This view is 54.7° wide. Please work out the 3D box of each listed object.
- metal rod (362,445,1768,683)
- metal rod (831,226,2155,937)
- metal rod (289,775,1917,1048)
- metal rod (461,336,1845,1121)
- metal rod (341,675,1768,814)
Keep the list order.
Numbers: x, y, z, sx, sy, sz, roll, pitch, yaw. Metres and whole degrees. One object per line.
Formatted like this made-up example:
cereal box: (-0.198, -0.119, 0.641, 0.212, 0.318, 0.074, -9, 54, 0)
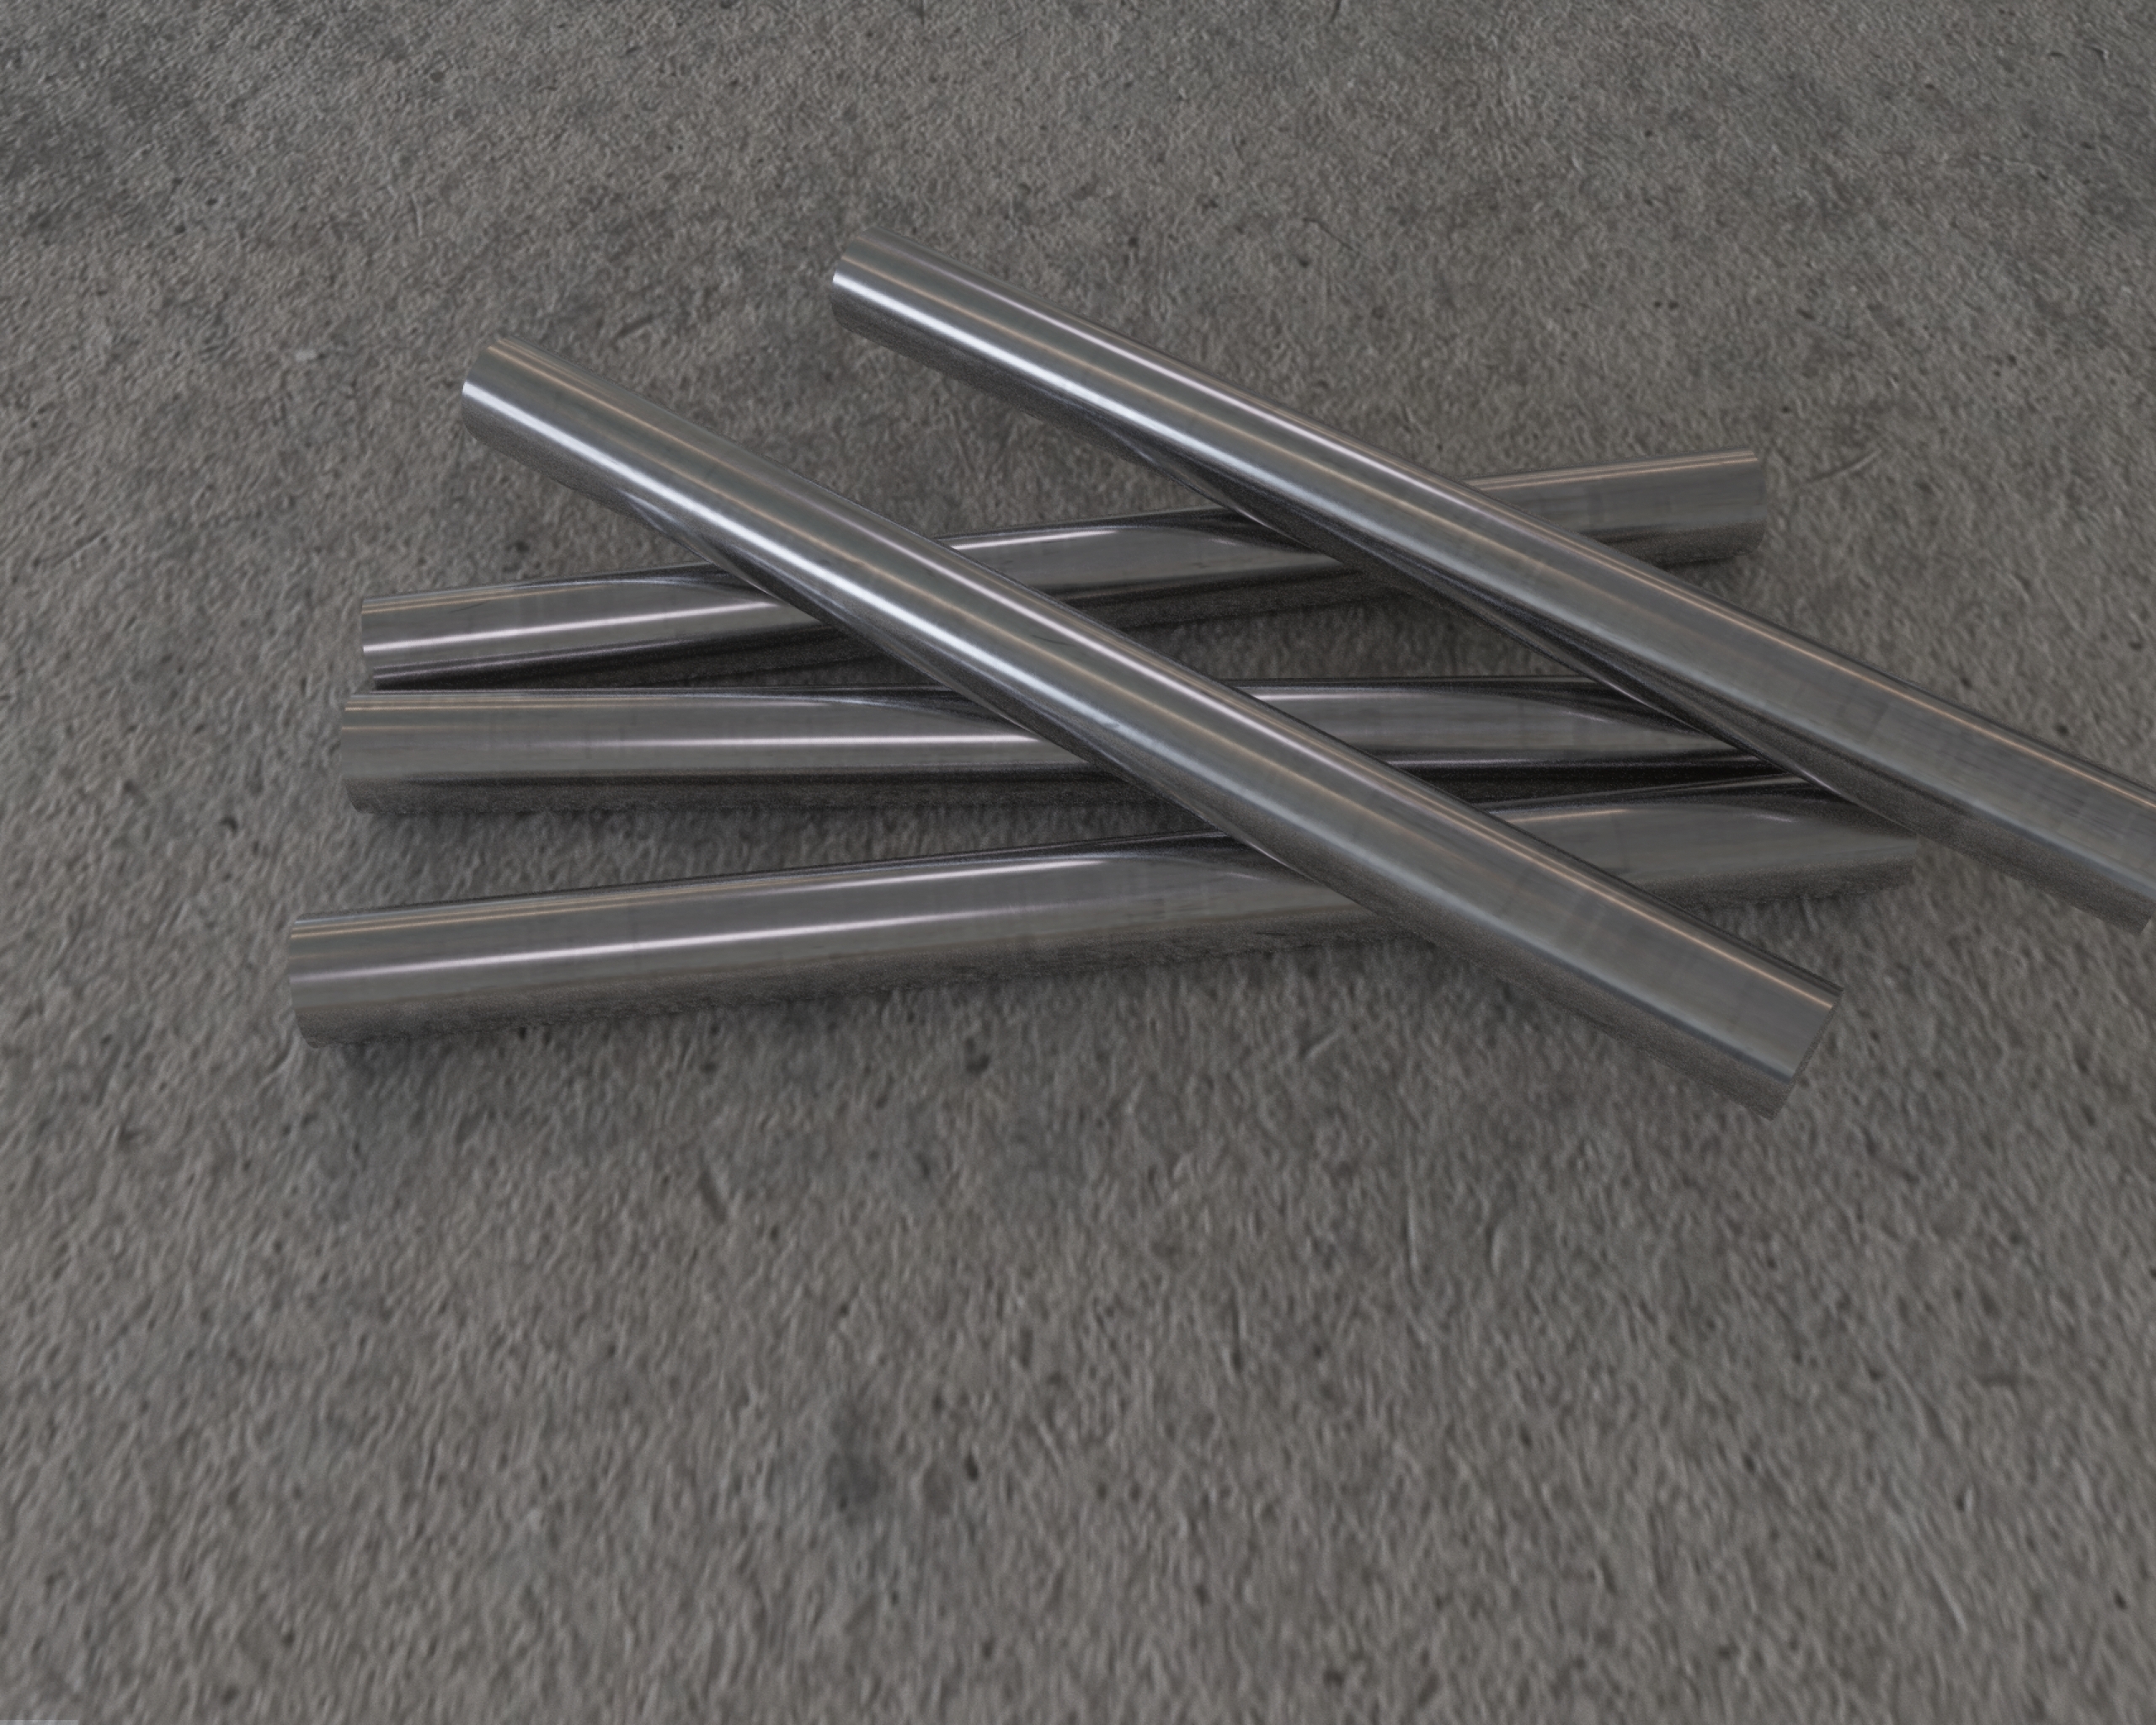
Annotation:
metal rod: (0.002, -0.063, 0.455, 0.302, 0.025, 0.025, -7, 51, -7)
metal rod: (0.072, -0.066, 0.425, 0.300, 0.025, 0.025, 30, 56, 22)
metal rod: (0.009, 0.007, 0.396, 0.302, 0.025, 0.025, -5, 50, -5)
metal rod: (-0.002, -0.035, 0.398, 0.300, 0.025, 0.025, 29, 56, 22)
metal rod: (0.007, -0.024, 0.423, 0.302, 0.025, 0.025, -1, 50, -1)
